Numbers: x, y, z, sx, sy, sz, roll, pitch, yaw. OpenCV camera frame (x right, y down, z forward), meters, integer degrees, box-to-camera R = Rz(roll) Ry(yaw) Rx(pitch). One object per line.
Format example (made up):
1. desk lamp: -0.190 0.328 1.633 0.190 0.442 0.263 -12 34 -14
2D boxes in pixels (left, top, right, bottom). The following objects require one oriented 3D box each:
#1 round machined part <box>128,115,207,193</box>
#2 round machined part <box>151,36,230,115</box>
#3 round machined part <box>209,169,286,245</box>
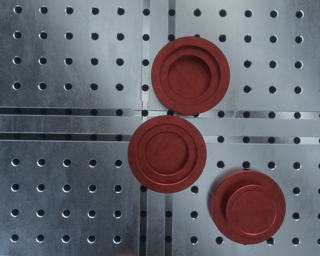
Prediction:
1. round machined part: 0.009 0.032 0.405 0.099 0.042 0.097 0 90 0
2. round machined part: 0.038 -0.065 0.405 0.099 0.042 0.097 0 90 0
3. round machined part: 0.116 0.104 0.406 0.099 0.042 0.097 0 90 0
